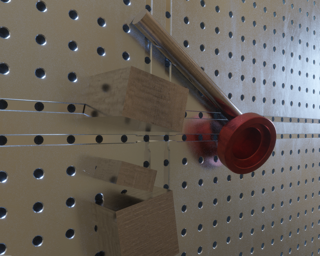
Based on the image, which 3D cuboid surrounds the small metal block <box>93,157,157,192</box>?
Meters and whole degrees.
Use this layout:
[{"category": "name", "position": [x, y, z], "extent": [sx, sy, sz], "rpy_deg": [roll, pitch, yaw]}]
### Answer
[{"category": "small metal block", "position": [-0.040, 0.054, 0.359], "extent": [0.050, 0.050, 0.025], "rpy_deg": [22, 76, -38]}]

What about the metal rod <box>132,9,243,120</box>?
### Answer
[{"category": "metal rod", "position": [0.073, -0.061, 0.469], "extent": [0.301, 0.025, 0.025], "rpy_deg": [39, 66, -33]}]

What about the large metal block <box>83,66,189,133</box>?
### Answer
[{"category": "large metal block", "position": [-0.027, -0.028, 0.350], "extent": [0.081, 0.080, 0.050], "rpy_deg": [15, 80, -39]}]

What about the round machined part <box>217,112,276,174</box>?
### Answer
[{"category": "round machined part", "position": [0.132, 0.021, 0.493], "extent": [0.099, 0.042, 0.097], "rpy_deg": [-10, 116, -22]}]

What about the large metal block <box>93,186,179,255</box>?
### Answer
[{"category": "large metal block", "position": [-0.027, 0.120, 0.370], "extent": [0.081, 0.050, 0.079], "rpy_deg": [-11, 97, -40]}]
